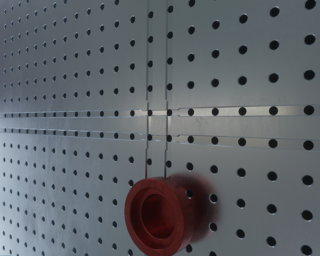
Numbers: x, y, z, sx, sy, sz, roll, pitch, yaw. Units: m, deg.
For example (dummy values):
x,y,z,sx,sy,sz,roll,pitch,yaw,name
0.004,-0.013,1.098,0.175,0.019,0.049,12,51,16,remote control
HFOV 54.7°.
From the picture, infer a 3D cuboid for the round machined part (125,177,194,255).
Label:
x,y,z,sx,sy,sz,roll,pitch,yaw,name
0.003,0.111,0.396,0.098,0.042,0.097,0,90,40,round machined part
